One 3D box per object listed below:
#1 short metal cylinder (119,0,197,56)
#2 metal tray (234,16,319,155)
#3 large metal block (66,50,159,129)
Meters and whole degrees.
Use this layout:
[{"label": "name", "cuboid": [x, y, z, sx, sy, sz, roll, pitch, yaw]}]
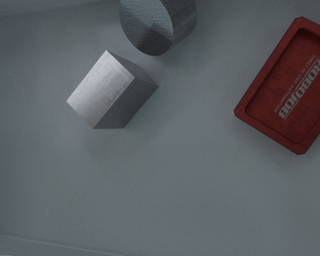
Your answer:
[{"label": "short metal cylinder", "cuboid": [-0.003, -0.135, 0.376, 0.080, 0.050, 0.079, 27, 141, 25]}, {"label": "metal tray", "cuboid": [0.158, -0.046, 0.352, 0.090, 0.030, 0.129, 35, 101, 16]}, {"label": "large metal block", "cuboid": [-0.058, -0.045, 0.401, 0.050, 0.080, 0.080, 45, 104, 14]}]
